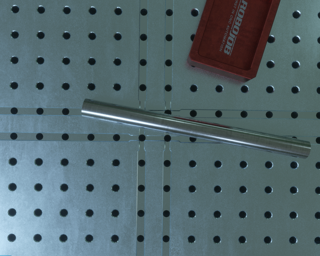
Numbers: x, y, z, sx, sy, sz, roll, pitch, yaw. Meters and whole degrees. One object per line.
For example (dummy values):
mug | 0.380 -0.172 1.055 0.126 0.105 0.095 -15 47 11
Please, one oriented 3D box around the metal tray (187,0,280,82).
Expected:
metal tray | 0.098 -0.136 0.412 0.090 0.030 0.129 18 90 -1

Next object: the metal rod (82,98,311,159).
metal rod | 0.048 0.001 0.414 0.302 0.025 0.025 11 90 -1
